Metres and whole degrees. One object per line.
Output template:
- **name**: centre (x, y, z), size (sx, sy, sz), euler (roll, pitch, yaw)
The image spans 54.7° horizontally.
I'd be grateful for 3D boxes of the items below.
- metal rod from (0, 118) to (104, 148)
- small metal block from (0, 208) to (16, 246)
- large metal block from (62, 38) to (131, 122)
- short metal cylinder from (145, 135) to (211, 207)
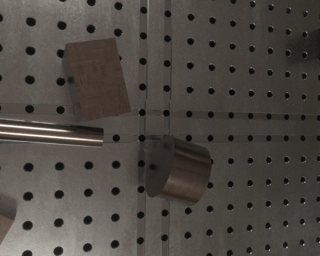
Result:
- **metal rod**: centre (-0.214, -0.002, 0.333), size (0.302, 0.025, 0.025), euler (6, 88, -20)
- **small metal block**: centre (-0.197, 0.112, 0.340), size (0.050, 0.025, 0.050), euler (30, 80, -18)
- **large metal block**: centre (-0.076, -0.051, 0.356), size (0.050, 0.080, 0.080), euler (-14, 95, -20)
- **short metal cylinder**: centre (0.021, 0.054, 0.392), size (0.050, 0.080, 0.080), euler (19, 84, -20)
